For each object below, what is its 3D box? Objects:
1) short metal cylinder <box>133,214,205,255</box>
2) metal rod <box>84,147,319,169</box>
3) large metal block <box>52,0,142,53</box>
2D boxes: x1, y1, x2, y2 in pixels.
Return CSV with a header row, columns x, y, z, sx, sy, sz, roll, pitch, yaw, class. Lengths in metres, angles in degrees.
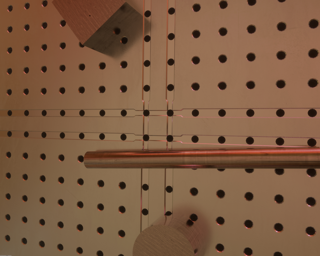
x,y,z,sx,sy,sz,roll,pitch,yaw,class
0.012,0.156,0.395,0.080,0.050,0.080,0,90,20,short metal cylinder
0.038,0.040,0.398,0.301,0.025,0.025,-3,89,19,metal rod
-0.087,-0.166,0.430,0.080,0.050,0.080,-39,78,15,large metal block
